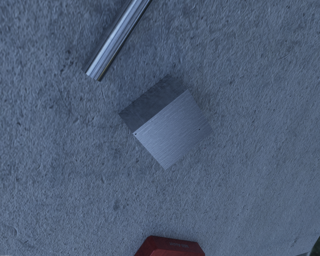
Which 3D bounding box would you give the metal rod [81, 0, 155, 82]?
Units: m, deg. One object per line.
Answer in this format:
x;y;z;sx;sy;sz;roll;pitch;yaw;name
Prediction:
0.012;-0.176;0.305;0.025;0.025;0.299;28;103;-38;metal rod

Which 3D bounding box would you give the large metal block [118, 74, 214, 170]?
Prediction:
0.009;-0.007;0.393;0.080;0.050;0.080;-39;130;-2;large metal block

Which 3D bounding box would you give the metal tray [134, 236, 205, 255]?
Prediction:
0.010;0.246;0.564;0.131;0.030;0.090;24;105;-37;metal tray
